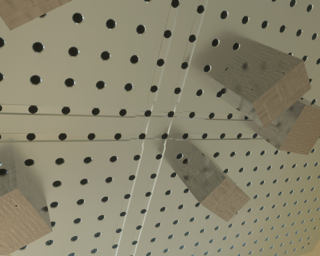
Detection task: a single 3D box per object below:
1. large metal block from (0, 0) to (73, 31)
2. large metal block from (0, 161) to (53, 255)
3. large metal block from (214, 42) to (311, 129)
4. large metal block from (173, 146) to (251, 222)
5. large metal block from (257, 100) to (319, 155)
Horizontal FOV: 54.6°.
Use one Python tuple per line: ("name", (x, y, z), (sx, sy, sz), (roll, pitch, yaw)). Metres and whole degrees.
("large metal block", (-0.116, -0.130, 0.232), (0.050, 0.080, 0.080), (-31, 129, -8))
("large metal block", (-0.183, 0.098, 0.355), (0.080, 0.050, 0.080), (-27, 128, -12))
("large metal block", (0.135, -0.059, 0.412), (0.080, 0.080, 0.050), (-40, 129, -1))
("large metal block", (0.078, 0.085, 0.470), (0.050, 0.080, 0.080), (-46, 129, 4))
("large metal block", (0.223, -0.006, 0.512), (0.081, 0.050, 0.080), (10, 113, -33))
